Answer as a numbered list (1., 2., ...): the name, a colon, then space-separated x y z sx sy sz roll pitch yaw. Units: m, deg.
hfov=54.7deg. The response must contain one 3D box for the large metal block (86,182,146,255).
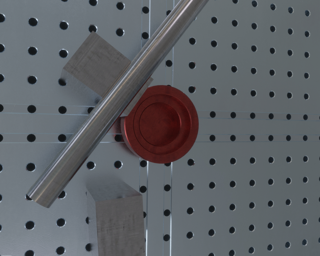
1. large metal block: -0.054 0.113 0.364 0.050 0.080 0.079 -4 91 -20

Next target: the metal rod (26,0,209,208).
1. metal rod: -0.026 -0.052 0.317 0.025 0.025 0.300 40 77 -16

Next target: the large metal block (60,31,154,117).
1. large metal block: -0.065 -0.056 0.359 0.080 0.080 0.050 37 78 -16

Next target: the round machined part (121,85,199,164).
1. round machined part: -0.003 -0.005 0.402 0.099 0.042 0.097 0 90 -20
